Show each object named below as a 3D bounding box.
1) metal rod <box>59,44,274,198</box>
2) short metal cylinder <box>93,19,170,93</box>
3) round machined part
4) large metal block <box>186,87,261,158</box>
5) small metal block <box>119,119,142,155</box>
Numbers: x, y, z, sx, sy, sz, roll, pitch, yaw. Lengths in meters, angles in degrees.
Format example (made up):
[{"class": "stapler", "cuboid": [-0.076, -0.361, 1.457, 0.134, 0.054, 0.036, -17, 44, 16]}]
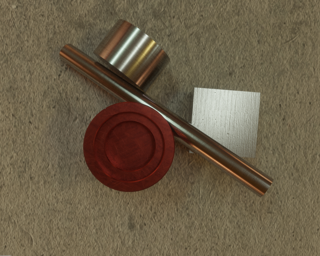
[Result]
[{"class": "metal rod", "cuboid": [-0.003, -0.017, 0.374, 0.300, 0.025, 0.025, 35, 90, 14]}, {"class": "short metal cylinder", "cuboid": [-0.035, -0.087, 0.383, 0.080, 0.080, 0.050, 37, 90, -1]}, {"class": "round machined part", "cuboid": [-0.033, 0.020, 0.353, 0.099, 0.042, 0.097, 0, 91, -1]}, {"class": "large metal block", "cuboid": [0.079, -0.007, 0.400, 0.081, 0.050, 0.079, 4, 90, -1]}, {"class": "small metal block", "cuboid": [-0.037, 0.008, 0.399, 0.025, 0.050, 0.050, -2, 90, 0]}]
